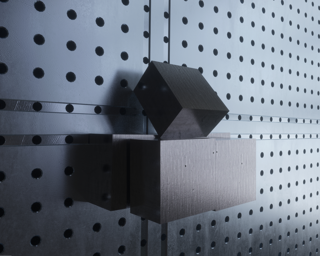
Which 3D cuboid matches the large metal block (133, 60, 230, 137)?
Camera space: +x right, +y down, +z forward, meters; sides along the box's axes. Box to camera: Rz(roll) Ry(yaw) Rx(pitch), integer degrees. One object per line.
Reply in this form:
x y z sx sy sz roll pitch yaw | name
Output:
0.026 -0.034 0.390 0.081 0.050 0.080 0 48 -40 | large metal block

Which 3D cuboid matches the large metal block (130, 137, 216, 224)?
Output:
0.015 0.051 0.339 0.081 0.050 0.079 0 90 -40 | large metal block

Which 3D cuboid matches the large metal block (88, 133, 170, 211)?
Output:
-0.035 0.047 0.366 0.081 0.050 0.079 2 89 -40 | large metal block

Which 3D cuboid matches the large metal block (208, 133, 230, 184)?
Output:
0.055 0.047 0.441 0.081 0.050 0.079 -1 91 -40 | large metal block

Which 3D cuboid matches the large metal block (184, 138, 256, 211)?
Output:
0.077 0.053 0.392 0.081 0.050 0.079 0 90 -40 | large metal block
